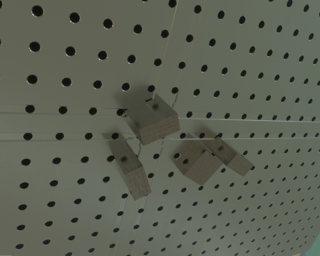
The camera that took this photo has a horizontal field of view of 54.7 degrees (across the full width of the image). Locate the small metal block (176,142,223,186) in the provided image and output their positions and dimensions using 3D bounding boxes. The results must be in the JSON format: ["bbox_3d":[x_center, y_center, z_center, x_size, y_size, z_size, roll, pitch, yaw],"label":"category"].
[{"bbox_3d":[0.062,0.057,0.483,0.050,0.025,0.050,-49,129,6],"label":"small metal block"}]

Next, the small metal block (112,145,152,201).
[{"bbox_3d":[-0.038,0.059,0.413,0.025,0.050,0.050,-25,128,-14],"label":"small metal block"}]

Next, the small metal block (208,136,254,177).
[{"bbox_3d":[0.111,0.045,0.486,0.050,0.050,0.025,32,100,-39],"label":"small metal block"}]

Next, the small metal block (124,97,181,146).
[{"bbox_3d":[-0.010,-0.010,0.385,0.050,0.050,0.025,-23,127,-15],"label":"small metal block"}]
